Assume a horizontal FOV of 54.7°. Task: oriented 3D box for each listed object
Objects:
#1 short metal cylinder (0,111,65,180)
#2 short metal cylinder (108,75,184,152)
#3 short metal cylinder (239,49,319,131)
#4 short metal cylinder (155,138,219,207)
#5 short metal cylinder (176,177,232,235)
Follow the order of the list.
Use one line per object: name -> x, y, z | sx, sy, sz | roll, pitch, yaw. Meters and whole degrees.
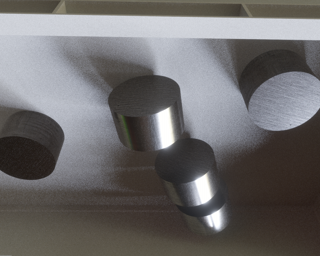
short metal cylinder -> -0.174, 0.024, 0.410 | 0.081, 0.050, 0.079 | 0, 130, 0
short metal cylinder -> -0.014, -0.019, 0.357 | 0.080, 0.080, 0.050 | -6, 130, 5
short metal cylinder -> 0.138, -0.043, 0.358 | 0.081, 0.050, 0.079 | 0, 130, 0
short metal cylinder -> 0.038, 0.060, 0.425 | 0.080, 0.080, 0.050 | -12, 129, 9
short metal cylinder -> 0.066, 0.114, 0.471 | 0.080, 0.080, 0.050 | -12, 129, 9
